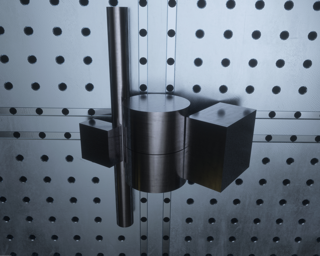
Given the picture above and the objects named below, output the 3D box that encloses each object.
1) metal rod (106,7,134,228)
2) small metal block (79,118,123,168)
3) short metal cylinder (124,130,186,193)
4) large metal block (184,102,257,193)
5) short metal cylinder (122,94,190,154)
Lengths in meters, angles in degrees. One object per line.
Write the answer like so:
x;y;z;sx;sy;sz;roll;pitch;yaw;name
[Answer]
-0.050;0.000;0.408;0.025;0.025;0.298;0;110;0;metal rod
-0.077;0.019;0.403;0.050;0.025;0.050;13;113;32;small metal block
-0.005;0.040;0.394;0.081;0.080;0.050;1;110;-1;short metal cylinder
0.074;0.020;0.380;0.050;0.081;0.079;16;115;35;large metal block
-0.005;-0.007;0.377;0.081;0.080;0.050;1;110;-1;short metal cylinder
